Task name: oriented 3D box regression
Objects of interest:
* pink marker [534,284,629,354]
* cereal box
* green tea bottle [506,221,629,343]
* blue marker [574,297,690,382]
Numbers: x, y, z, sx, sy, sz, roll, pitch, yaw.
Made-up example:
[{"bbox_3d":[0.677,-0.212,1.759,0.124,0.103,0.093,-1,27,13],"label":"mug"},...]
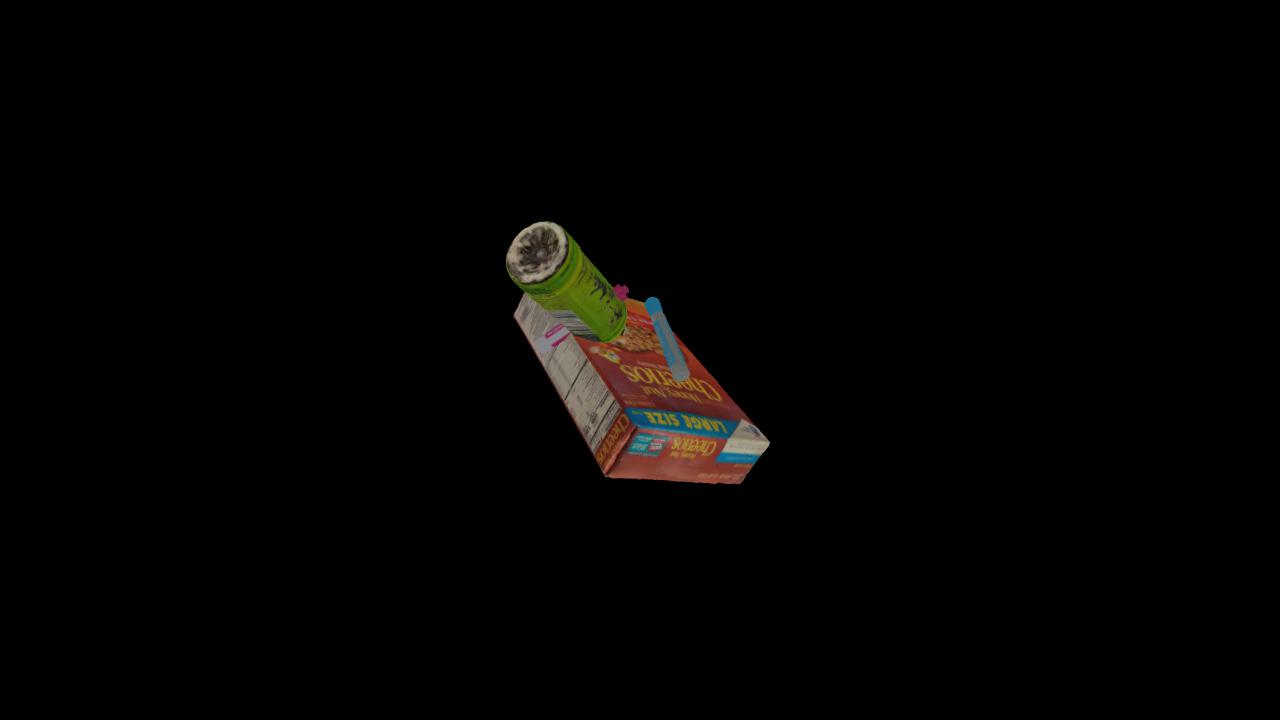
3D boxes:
[{"bbox_3d":[-0.064,-0.046,0.685,0.121,0.020,0.020,-33,-5,8],"label":"pink marker"},{"bbox_3d":[-0.008,0.017,0.743,0.203,0.081,0.306,12,28,-38],"label":"cereal box"},{"bbox_3d":[-0.062,-0.063,0.657,0.073,0.073,0.212,0,-21,19],"label":"green tea bottle"},{"bbox_3d":[0.029,-0.027,0.696,0.020,0.121,0.020,-12,-38,-10],"label":"blue marker"}]
